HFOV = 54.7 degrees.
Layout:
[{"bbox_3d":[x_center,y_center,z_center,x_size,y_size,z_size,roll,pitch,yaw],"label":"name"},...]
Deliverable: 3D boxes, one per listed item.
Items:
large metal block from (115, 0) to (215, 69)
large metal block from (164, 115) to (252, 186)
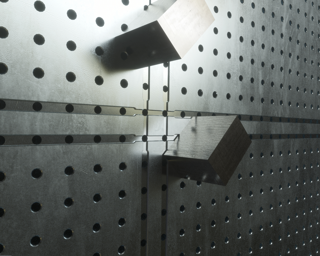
[{"bbox_3d":[0.006,-0.123,0.380,0.080,0.080,0.050,-52,121,-27],"label":"large metal block"},{"bbox_3d":[0.067,0.028,0.432,0.080,0.080,0.050,-51,120,-28],"label":"large metal block"}]
